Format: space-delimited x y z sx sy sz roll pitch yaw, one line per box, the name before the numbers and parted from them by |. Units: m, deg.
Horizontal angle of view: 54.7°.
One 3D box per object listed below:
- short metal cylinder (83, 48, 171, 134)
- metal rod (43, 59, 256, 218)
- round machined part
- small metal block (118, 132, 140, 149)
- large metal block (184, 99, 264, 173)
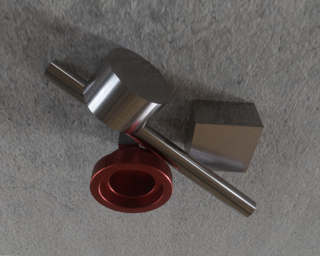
short metal cylinder | -0.035 -0.041 0.337 0.080 0.080 0.050 30 124 -24
metal rod | -0.004 0.019 0.376 0.301 0.025 0.025 36 122 -10
round machined part | -0.034 0.060 0.384 0.099 0.042 0.097 -1 132 0
small metal block | -0.038 0.022 0.411 0.025 0.050 0.050 -2 130 1
large metal block | 0.078 0.011 0.403 0.081 0.050 0.079 3 130 -4
